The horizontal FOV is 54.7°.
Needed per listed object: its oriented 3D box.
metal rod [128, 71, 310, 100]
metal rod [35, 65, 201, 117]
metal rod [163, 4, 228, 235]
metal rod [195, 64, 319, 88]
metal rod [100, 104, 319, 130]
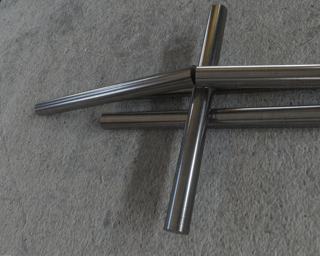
[{"bbox_3d":[0.066,-0.055,0.403,0.300,0.025,0.025,-1,62,27],"label":"metal rod"},{"bbox_3d":[-0.080,-0.046,0.442,0.300,0.025,0.025,-7,58,35],"label":"metal rod"},{"bbox_3d":[0.048,-0.030,0.365,0.025,0.025,0.300,0,61,28],"label":"metal rod"},{"bbox_3d":[0.186,-0.052,0.307,0.301,0.025,0.025,2,62,17],"label":"metal rod"},{"bbox_3d":[0.054,-0.011,0.382,0.300,0.025,0.025,-1,62,27],"label":"metal rod"}]
